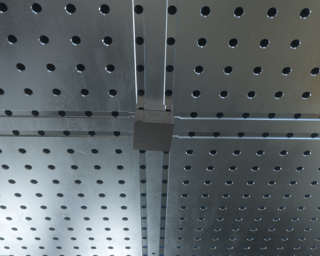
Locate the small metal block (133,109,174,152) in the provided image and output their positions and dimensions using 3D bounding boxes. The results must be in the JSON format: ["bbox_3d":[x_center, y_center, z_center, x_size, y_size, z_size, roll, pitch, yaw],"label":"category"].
[{"bbox_3d":[-0.009,0.004,0.414,0.050,0.025,0.050,4,130,-4],"label":"small metal block"}]
